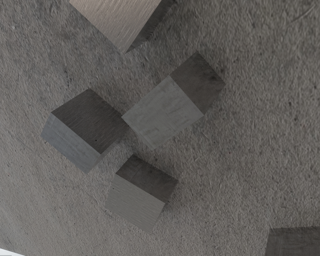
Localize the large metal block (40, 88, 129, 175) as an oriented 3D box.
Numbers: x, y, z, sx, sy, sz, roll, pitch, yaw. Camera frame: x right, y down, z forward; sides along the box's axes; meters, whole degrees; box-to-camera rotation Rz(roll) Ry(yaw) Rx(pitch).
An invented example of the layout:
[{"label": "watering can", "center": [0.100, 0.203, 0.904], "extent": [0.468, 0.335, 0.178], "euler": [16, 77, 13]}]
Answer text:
[{"label": "large metal block", "center": [-0.099, 0.002, 0.425], "extent": [0.080, 0.080, 0.050], "euler": [40, 129, 1]}]

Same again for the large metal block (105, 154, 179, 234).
[{"label": "large metal block", "center": [-0.029, 0.100, 0.468], "extent": [0.080, 0.050, 0.079], "euler": [29, 128, 9]}]

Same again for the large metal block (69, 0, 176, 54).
[{"label": "large metal block", "center": [-0.035, -0.140, 0.323], "extent": [0.080, 0.050, 0.080], "euler": [43, 129, -2]}]

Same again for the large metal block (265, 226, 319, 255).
[{"label": "large metal block", "center": [0.192, 0.176, 0.398], "extent": [0.080, 0.050, 0.080], "euler": [-17, 110, 35]}]

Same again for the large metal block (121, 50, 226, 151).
[{"label": "large metal block", "center": [0.017, -0.031, 0.343], "extent": [0.050, 0.080, 0.080], "euler": [49, 129, -6]}]
